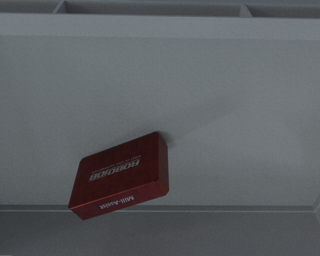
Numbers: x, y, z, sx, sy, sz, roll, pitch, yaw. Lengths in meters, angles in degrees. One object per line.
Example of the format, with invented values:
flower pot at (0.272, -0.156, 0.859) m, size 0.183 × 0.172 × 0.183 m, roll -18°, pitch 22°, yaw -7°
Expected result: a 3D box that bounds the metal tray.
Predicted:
metal tray at (-0.054, 0.064, 0.419) m, size 0.130 × 0.090 × 0.030 m, roll -20°, pitch 127°, yaw 16°
